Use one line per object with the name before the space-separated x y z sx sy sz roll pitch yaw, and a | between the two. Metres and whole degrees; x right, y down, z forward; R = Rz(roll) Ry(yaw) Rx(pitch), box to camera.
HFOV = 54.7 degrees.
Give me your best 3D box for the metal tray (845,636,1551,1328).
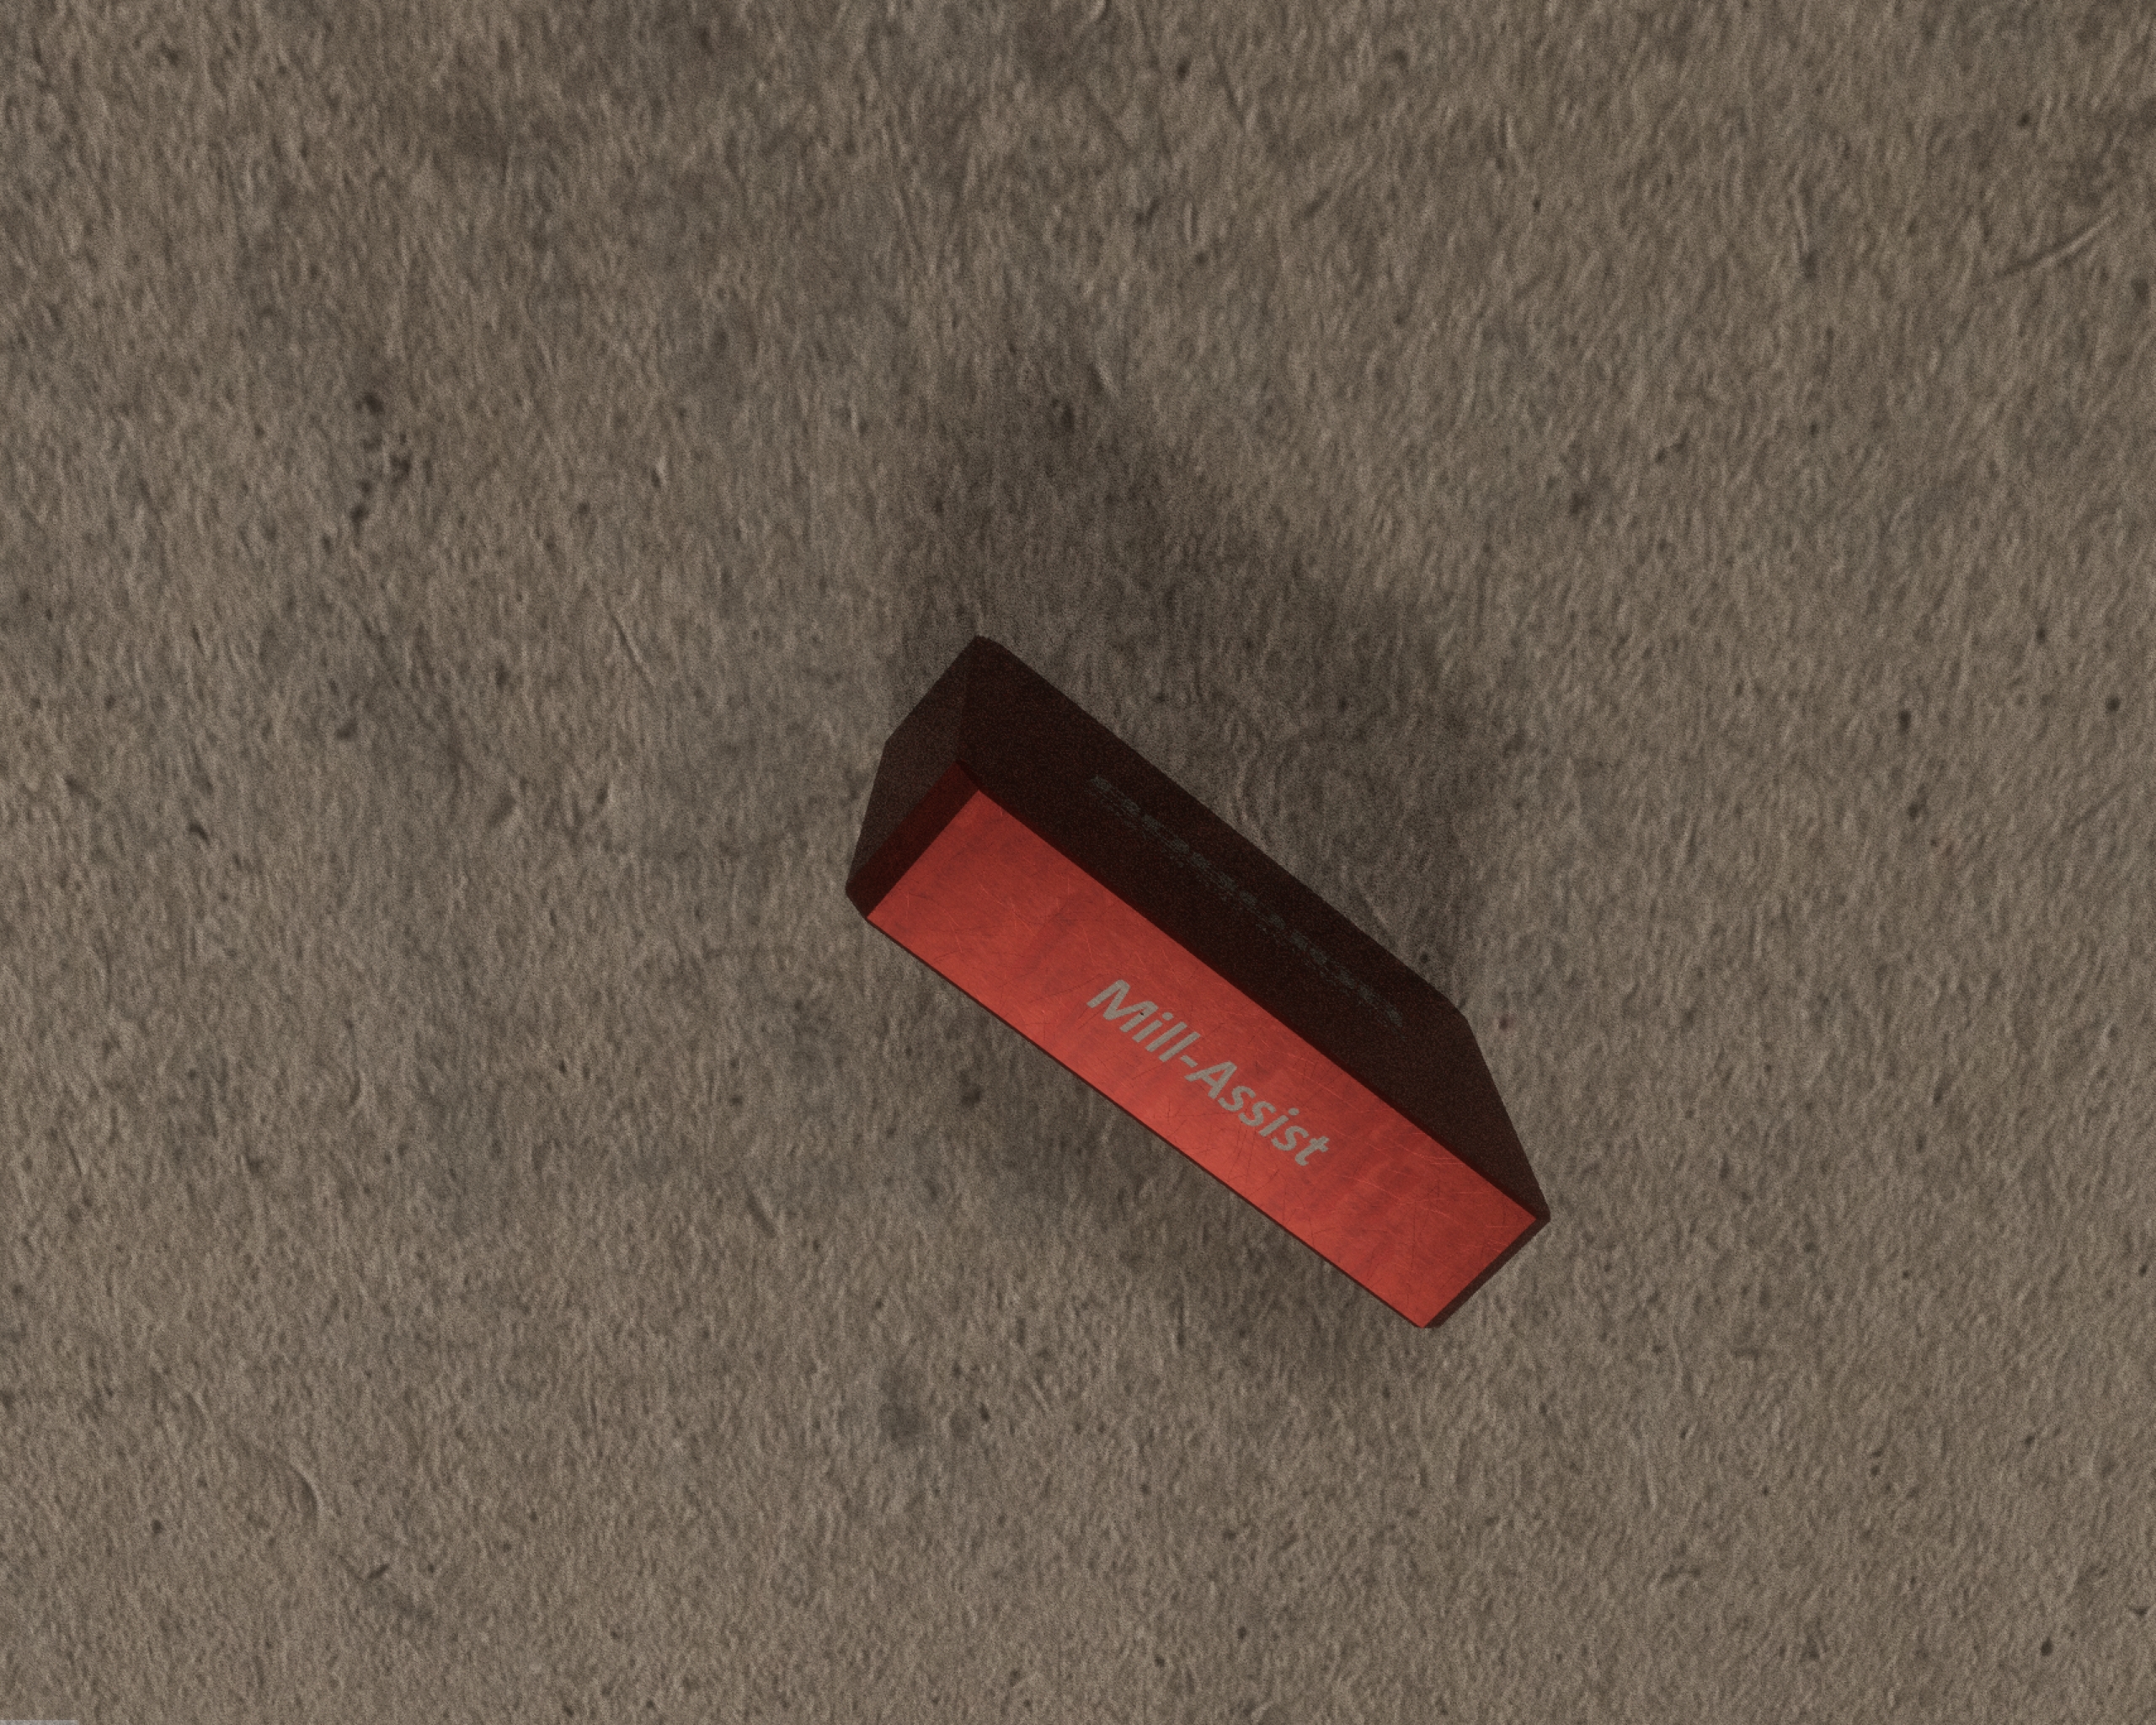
metal tray | 0.022 0.019 0.384 0.130 0.090 0.030 38 106 -13
